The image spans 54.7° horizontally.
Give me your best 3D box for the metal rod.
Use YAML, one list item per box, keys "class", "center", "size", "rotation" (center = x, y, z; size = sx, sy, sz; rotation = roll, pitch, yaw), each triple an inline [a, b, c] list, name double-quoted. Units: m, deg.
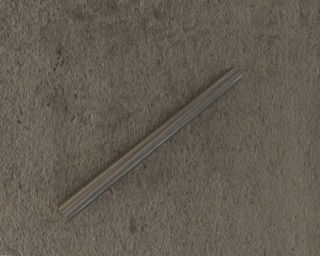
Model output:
- class: "metal rod"
  center: [-0.002, 0.011, 0.411]
  size: [0.301, 0.025, 0.025]
  rotation: [-39, 103, -16]
